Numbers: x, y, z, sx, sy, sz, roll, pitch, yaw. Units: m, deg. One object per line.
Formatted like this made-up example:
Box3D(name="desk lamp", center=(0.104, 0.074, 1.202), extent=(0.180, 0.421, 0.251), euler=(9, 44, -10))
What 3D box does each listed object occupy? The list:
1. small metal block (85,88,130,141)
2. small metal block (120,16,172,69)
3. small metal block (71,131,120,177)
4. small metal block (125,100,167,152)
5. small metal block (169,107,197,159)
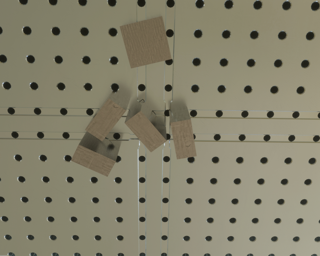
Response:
Box3D(name="small metal block", center=(-0.065, -0.018, 0.393), extent=(0.025, 0.050, 0.050), euler=(36, 106, -13))
Box3D(name="small metal block", center=(-0.016, -0.104, 0.375), extent=(0.050, 0.025, 0.050), euler=(-13, 110, 4))
Box3D(name="small metal block", center=(-0.084, 0.033, 0.411), extent=(0.050, 0.050, 0.025), euler=(26, 108, -10))
Box3D(name="small metal block", center=(-0.017, -0.004, 0.399), extent=(0.025, 0.050, 0.050), euler=(-37, 106, 12))
Box3D(name="small metal block", center=(0.029, 0.006, 0.403), extent=(0.025, 0.050, 0.050), euler=(-10, 110, 3))
